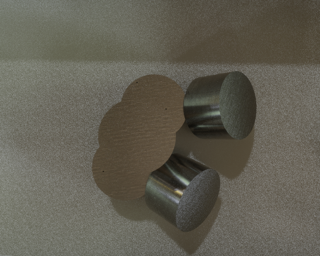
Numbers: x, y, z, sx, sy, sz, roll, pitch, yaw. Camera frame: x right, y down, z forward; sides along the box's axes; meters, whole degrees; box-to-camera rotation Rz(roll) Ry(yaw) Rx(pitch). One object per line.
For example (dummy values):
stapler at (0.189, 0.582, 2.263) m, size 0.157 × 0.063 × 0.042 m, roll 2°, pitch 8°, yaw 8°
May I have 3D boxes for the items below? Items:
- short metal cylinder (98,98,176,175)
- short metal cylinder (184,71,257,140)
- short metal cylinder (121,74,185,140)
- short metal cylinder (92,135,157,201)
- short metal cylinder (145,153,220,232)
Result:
short metal cylinder at (-0.024, 0.008, 0.346) m, size 0.081 × 0.050 × 0.079 m, roll 0°, pitch 90°, yaw -1°
short metal cylinder at (0.075, -0.026, 0.378) m, size 0.081 × 0.050 × 0.079 m, roll 2°, pitch 88°, yaw -44°
short metal cylinder at (-0.007, -0.025, 0.397) m, size 0.081 × 0.050 × 0.079 m, roll 0°, pitch 90°, yaw -1°
short metal cylinder at (-0.042, 0.047, 0.397) m, size 0.081 × 0.050 × 0.079 m, roll 0°, pitch 90°, yaw -1°
short metal cylinder at (0.028, 0.077, 0.376) m, size 0.050 × 0.080 × 0.080 m, roll 24°, pitch 90°, yaw 40°
